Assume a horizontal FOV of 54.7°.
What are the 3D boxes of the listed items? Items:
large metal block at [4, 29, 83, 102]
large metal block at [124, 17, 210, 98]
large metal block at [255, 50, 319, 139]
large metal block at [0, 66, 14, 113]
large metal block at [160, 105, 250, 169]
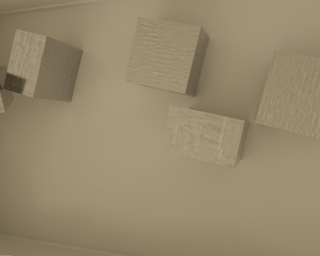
[{"bbox_3d":[-0.161,-0.084,0.436,0.050,0.080,0.079,17,95,18],"label":"large metal block"},{"bbox_3d":[0.010,-0.088,0.393,0.080,0.050,0.079,15,95,19],"label":"large metal block"},{"bbox_3d":[0.157,-0.034,0.342,0.080,0.050,0.079,15,95,19],"label":"large metal block"},{"bbox_3d":[-0.250,-0.049,0.415,0.081,0.080,0.050,-9,110,-15],"label":"large metal block"},{"bbox_3d":[0.056,0.008,0.361,0.080,0.080,0.050,13,95,19],"label":"large metal block"}]
